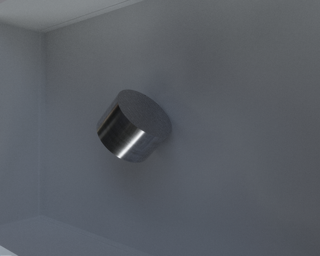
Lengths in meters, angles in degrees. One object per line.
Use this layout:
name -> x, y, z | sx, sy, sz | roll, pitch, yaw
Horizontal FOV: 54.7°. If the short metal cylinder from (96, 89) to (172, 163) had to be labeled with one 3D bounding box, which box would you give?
short metal cylinder -> -0.032, -0.003, 0.392 | 0.050, 0.081, 0.080 | -49, 62, 29
